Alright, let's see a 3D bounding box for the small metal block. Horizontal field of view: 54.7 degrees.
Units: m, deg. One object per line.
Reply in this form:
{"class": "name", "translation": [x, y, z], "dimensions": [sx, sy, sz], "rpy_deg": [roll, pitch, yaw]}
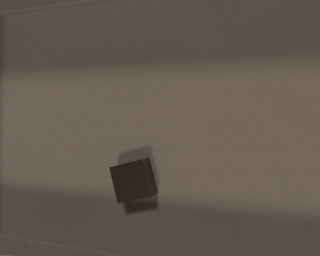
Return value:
{"class": "small metal block", "translation": [-0.036, 0.071, 0.422], "dimensions": [0.050, 0.025, 0.050], "rpy_deg": [-16, 85, 19]}
